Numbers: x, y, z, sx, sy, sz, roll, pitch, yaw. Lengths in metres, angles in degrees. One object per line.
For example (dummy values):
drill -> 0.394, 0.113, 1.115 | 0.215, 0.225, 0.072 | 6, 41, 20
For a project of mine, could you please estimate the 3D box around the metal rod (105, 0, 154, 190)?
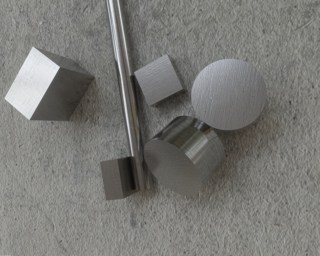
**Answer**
metal rod -> -0.046, -0.066, 0.423 | 0.025, 0.025, 0.298 | -11, 87, 19

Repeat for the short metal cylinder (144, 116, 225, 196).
short metal cylinder -> 0.028, 0.032, 0.364 | 0.080, 0.050, 0.079 | 27, 139, 27

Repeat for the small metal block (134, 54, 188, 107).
small metal block -> 0.001, -0.061, 0.408 | 0.050, 0.025, 0.050 | -26, 82, 17

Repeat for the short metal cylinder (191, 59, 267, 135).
short metal cylinder -> 0.080, -0.034, 0.360 | 0.080, 0.050, 0.080 | -2, 82, 14

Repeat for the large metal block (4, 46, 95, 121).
large metal block -> -0.150, -0.057, 0.431 | 0.050, 0.080, 0.080 | 37, 102, 16

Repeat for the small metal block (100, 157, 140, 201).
small metal block -> -0.052, 0.065, 0.413 | 0.025, 0.050, 0.050 | -11, 87, 19
